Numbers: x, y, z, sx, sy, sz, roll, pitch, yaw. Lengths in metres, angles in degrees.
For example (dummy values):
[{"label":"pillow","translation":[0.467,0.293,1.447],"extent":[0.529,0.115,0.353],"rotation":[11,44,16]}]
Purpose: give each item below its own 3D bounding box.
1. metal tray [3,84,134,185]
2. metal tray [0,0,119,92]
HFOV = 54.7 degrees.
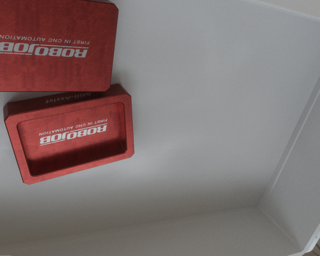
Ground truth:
[{"label":"metal tray","translation":[-0.097,0.006,0.355],"extent":[0.131,0.030,0.089],"rotation":[-14,124,-21]},{"label":"metal tray","translation":[-0.110,-0.081,0.295],"extent":[0.131,0.030,0.089],"rotation":[-3,120,-27]}]
